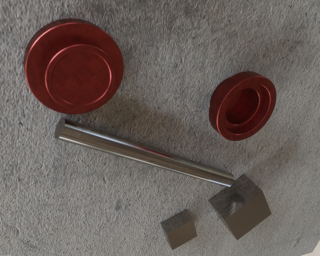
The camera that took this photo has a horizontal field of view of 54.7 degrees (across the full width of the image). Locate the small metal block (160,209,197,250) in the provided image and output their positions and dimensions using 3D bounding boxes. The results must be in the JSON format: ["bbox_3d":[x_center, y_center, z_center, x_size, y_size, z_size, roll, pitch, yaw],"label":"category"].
[{"bbox_3d":[0.033,0.175,0.533,0.050,0.025,0.050,-25,128,-13],"label":"small metal block"}]

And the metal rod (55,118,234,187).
[{"bbox_3d":[0.002,0.044,0.434,0.302,0.025,0.025,21,107,-36],"label":"metal rod"}]

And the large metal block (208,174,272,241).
[{"bbox_3d":[0.145,0.143,0.559,0.080,0.050,0.080,-36,129,-5],"label":"large metal block"}]

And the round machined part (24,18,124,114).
[{"bbox_3d":[-0.083,-0.057,0.315,0.099,0.042,0.097,-14,124,-21],"label":"round machined part"}]

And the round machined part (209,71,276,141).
[{"bbox_3d":[0.110,-0.034,0.435,0.099,0.042,0.097,-14,124,-21],"label":"round machined part"}]
